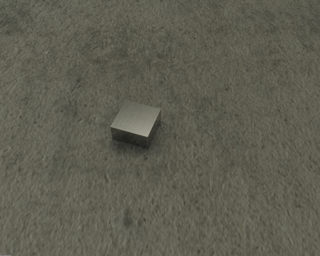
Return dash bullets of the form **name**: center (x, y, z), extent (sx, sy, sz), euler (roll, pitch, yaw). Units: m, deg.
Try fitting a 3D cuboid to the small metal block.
- **small metal block**: center (-0.031, -0.005, 0.408), extent (0.050, 0.025, 0.050), euler (15, 52, 12)
